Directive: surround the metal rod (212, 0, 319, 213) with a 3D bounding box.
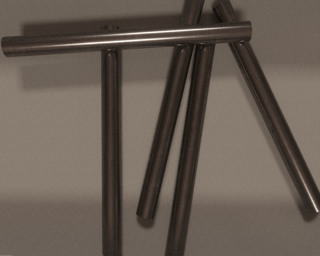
[{"bbox_3d":[0.145,-0.028,0.413,0.025,0.025,0.299,-25,90,0],"label":"metal rod"}]

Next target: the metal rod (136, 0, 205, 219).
[{"bbox_3d":[0.014,-0.029,0.411,0.025,0.025,0.298,13,90,-1],"label":"metal rod"}]

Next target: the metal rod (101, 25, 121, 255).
[{"bbox_3d":[-0.065,0.017,0.410,0.025,0.025,0.298,0,90,-1],"label":"metal rod"}]

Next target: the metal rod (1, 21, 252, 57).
[{"bbox_3d":[-0.040,-0.110,0.384,0.302,0.025,0.025,-4,90,-1],"label":"metal rod"}]

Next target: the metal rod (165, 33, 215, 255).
[{"bbox_3d":[0.041,0.024,0.411,0.025,0.025,0.298,9,90,-1],"label":"metal rod"}]
